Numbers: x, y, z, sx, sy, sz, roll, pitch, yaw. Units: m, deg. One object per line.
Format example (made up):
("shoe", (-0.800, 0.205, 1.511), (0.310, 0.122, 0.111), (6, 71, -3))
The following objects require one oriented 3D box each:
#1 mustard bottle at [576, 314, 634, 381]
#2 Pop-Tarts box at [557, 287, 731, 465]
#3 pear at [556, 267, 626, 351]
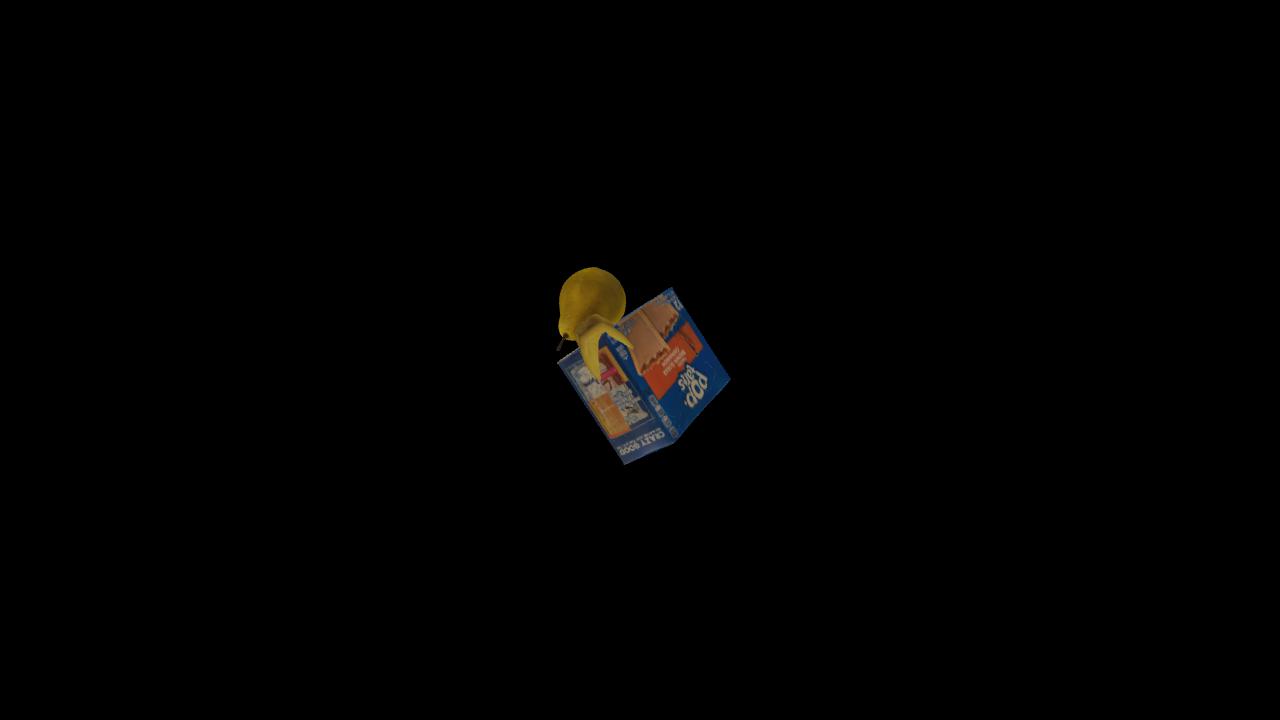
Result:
("mustard bottle", (-0.054, -0.036, 0.730), (0.054, 0.092, 0.184), (-40, 30, 3))
("Pop-Tarts box", (0.012, 0.013, 0.725), (0.083, 0.141, 0.167), (-29, 6, 38))
("pear", (-0.062, -0.054, 0.679), (0.080, 0.080, 0.111), (0, 34, 21))
